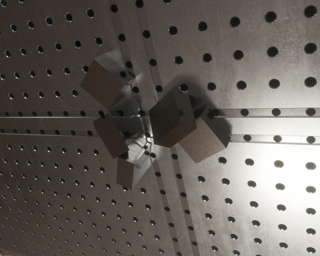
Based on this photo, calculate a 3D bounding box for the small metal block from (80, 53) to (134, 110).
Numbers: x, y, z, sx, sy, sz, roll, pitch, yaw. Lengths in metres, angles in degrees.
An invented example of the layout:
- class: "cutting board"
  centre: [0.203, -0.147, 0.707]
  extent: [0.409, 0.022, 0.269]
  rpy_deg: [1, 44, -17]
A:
- class: "small metal block"
  centre: [-0.070, -0.061, 0.409]
  extent: [0.050, 0.025, 0.050]
  rpy_deg: [41, 129, 0]

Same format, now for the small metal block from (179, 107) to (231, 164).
- class: "small metal block"
  centre: [0.052, 0.010, 0.389]
  extent: [0.050, 0.025, 0.050]
  rpy_deg: [-34, 100, 38]

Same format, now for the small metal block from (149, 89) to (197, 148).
- class: "small metal block"
  centre: [0.014, -0.011, 0.377]
  extent: [0.025, 0.050, 0.050]
  rpy_deg: [16, 140, -35]

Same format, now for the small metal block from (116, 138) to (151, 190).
- class: "small metal block"
  centre: [-0.038, 0.051, 0.445]
  extent: [0.025, 0.050, 0.050]
  rpy_deg: [20, 126, 16]

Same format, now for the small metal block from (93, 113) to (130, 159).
- class: "small metal block"
  centre: [-0.069, 0.010, 0.433]
  extent: [0.025, 0.050, 0.050]
  rpy_deg: [-29, 107, -7]
